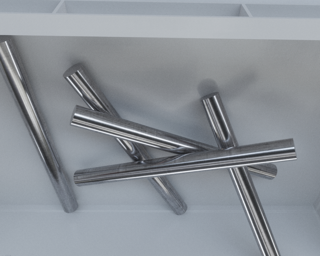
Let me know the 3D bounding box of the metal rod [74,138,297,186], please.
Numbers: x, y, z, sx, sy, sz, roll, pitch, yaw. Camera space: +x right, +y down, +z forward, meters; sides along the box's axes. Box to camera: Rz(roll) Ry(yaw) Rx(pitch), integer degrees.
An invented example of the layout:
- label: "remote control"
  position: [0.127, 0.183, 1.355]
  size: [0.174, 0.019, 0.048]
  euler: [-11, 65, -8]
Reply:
- label: "metal rod"
  position: [0.014, 0.049, 0.403]
  size: [0.300, 0.025, 0.025]
  euler: [-11, 131, 24]

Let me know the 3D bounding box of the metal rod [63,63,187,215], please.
- label: "metal rod"
  position: [-0.032, 0.036, 0.438]
  size: [0.025, 0.025, 0.299]
  euler: [-21, 127, 17]

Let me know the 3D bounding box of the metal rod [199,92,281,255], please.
- label: "metal rod"
  position: [0.119, 0.094, 0.412]
  size: [0.025, 0.025, 0.299]
  euler: [-20, 103, 16]

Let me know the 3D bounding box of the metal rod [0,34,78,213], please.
- label: "metal rod"
  position: [-0.159, 0.019, 0.422]
  size: [0.025, 0.025, 0.298]
  euler: [-3, 130, 2]

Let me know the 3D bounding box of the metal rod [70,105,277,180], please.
- label: "metal rod"
  position: [0.034, 0.026, 0.412]
  size: [0.302, 0.025, 0.025]
  euler: [17, 128, -22]
